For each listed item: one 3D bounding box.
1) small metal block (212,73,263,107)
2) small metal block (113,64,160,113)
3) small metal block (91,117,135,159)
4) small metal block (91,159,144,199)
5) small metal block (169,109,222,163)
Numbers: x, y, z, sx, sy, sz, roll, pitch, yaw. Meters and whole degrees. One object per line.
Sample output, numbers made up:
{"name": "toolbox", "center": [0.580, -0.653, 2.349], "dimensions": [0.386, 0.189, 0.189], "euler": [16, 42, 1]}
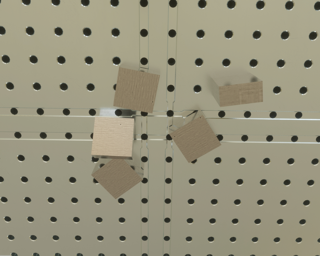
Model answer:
{"name": "small metal block", "center": [0.094, -0.048, 0.383], "dimensions": [0.050, 0.050, 0.025], "euler": [-7, 110, 2]}
{"name": "small metal block", "center": [-0.029, -0.050, 0.395], "dimensions": [0.050, 0.025, 0.050], "euler": [11, 110, -4]}
{"name": "small metal block", "center": [-0.060, 0.014, 0.405], "dimensions": [0.050, 0.025, 0.050], "euler": [3, 75, -1]}
{"name": "small metal block", "center": [-0.059, 0.063, 0.436], "dimensions": [0.050, 0.025, 0.050], "euler": [-37, 106, 12]}
{"name": "small metal block", "center": [0.047, 0.011, 0.418], "dimensions": [0.050, 0.025, 0.050], "euler": [-31, 107, 10]}
